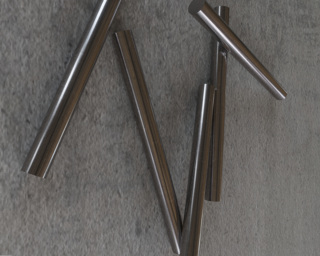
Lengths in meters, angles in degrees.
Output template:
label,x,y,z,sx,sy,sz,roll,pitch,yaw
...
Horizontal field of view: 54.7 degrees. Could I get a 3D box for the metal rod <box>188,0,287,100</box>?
label,x,y,z,sx,sy,sz,roll,pitch,yaw
metal rod,0.141,-0.111,0.500,0.301,0.025,0.025,25,74,-46

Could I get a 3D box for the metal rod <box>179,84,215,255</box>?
label,x,y,z,sx,sy,sz,roll,pitch,yaw
metal rod,0.050,0.081,0.425,0.025,0.025,0.299,22,69,-38

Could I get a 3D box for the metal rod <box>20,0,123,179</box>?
label,x,y,z,sx,sy,sz,roll,pitch,yaw
metal rod,-0.077,-0.091,0.341,0.025,0.025,0.299,31,71,-36

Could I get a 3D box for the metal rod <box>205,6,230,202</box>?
label,x,y,z,sx,sy,sz,roll,pitch,yaw
metal rod,0.089,-0.038,0.481,0.025,0.025,0.298,5,87,-40

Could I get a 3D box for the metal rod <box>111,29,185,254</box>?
label,x,y,z,sx,sy,sz,roll,pitch,yaw
metal rod,-0.008,0.027,0.399,0.025,0.025,0.298,-25,106,-38
